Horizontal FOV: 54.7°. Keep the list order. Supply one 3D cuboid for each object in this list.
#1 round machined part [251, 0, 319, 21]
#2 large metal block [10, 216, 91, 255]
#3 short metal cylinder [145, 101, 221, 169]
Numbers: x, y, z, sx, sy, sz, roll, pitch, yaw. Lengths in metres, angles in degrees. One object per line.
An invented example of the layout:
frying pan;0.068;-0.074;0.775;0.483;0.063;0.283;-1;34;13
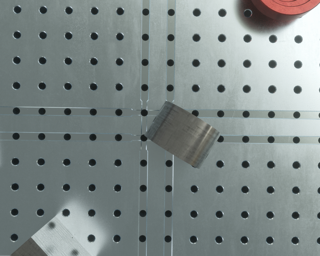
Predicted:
round machined part;0.163;-0.189;0.406;0.099;0.042;0.097;0;90;0
large metal block;-0.136;0.167;0.385;0.050;0.080;0.080;-42;90;0
short metal cylinder;0.028;0.008;0.386;0.080;0.080;0.050;31;90;0
